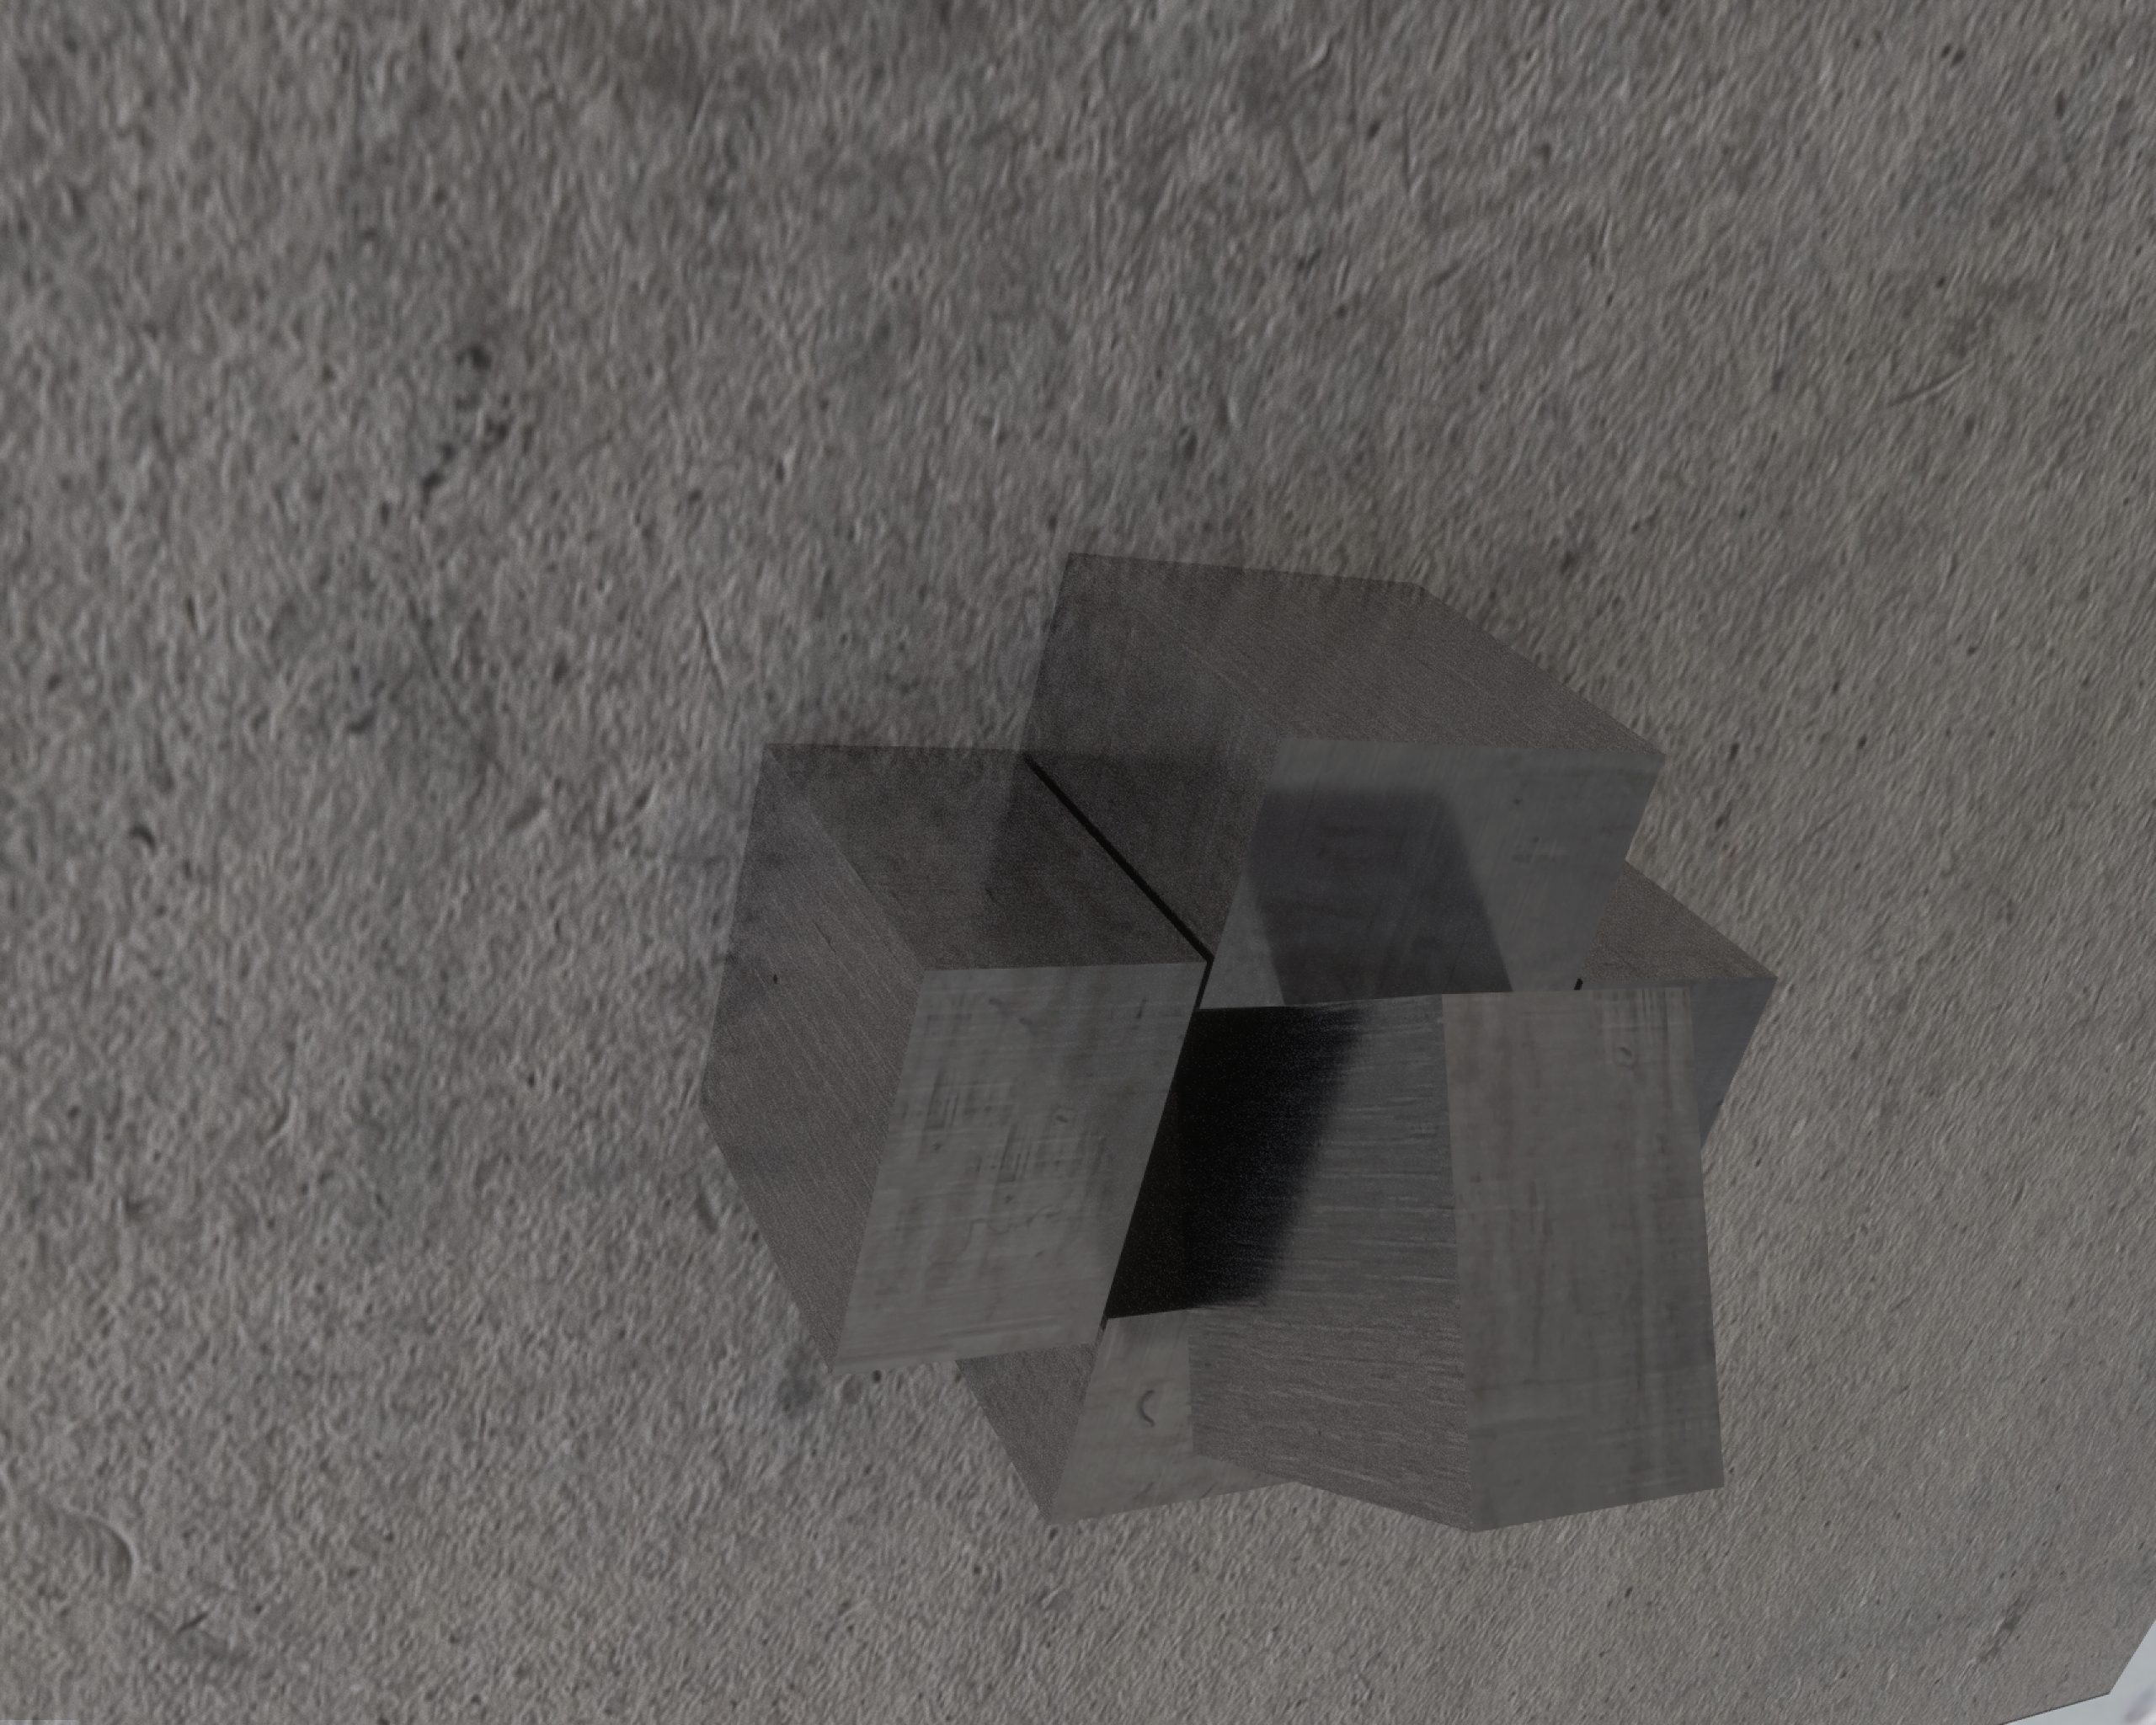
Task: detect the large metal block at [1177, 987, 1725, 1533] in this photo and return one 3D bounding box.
[{"bbox_3d":[0.060,0.064,0.359,0.050,0.080,0.080,1,84,-28],"label":"large metal block"}]

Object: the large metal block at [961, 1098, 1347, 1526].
[{"bbox_3d":[0.019,0.084,0.433,0.081,0.080,0.050,0,119,-28],"label":"large metal block"}]

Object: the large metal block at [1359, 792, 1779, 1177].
[{"bbox_3d":[0.089,0.038,0.443,0.050,0.080,0.079,1,118,-29],"label":"large metal block"}]

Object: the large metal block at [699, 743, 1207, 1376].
[{"bbox_3d":[-0.027,0.032,0.376,0.050,0.080,0.079,0,119,-29],"label":"large metal block"}]

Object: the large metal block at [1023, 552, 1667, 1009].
[{"bbox_3d":[0.045,-0.016,0.385,0.081,0.080,0.050,1,118,-29],"label":"large metal block"}]
